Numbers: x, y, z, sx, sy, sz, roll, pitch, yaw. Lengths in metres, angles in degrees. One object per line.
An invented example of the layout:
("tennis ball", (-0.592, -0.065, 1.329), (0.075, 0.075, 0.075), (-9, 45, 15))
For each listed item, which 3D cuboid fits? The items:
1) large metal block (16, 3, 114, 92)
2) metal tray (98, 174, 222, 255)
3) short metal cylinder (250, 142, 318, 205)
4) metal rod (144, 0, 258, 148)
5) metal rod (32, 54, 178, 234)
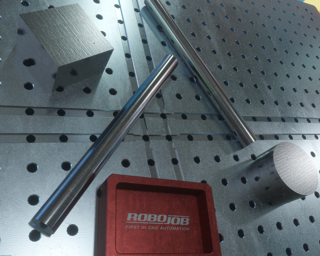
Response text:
("large metal block", (-0.120, -0.103, 0.391), (0.081, 0.050, 0.080), (-32, 80, -38))
("metal tray", (0.000, 0.104, 0.343), (0.131, 0.030, 0.090), (10, 57, -23))
("short metal cylinder", (0.180, 0.066, 0.451), (0.081, 0.050, 0.080), (14, 56, -21))
("metal rod", (0.061, -0.100, 0.503), (0.025, 0.025, 0.299), (-22, 74, -36))
("metal rod", (-0.047, -0.005, 0.387), (0.025, 0.025, 0.301), (37, 51, -4))
